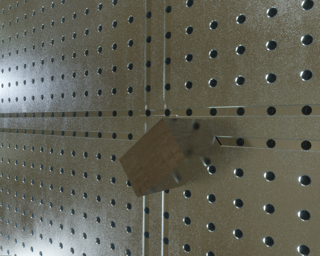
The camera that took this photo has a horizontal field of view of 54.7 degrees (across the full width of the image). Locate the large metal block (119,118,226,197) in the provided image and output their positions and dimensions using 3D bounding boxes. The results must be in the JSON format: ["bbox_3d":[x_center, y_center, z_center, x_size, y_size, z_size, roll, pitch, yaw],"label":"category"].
[{"bbox_3d":[0.014,0.033,0.360,0.080,0.081,0.050,-43,64,31],"label":"large metal block"}]
